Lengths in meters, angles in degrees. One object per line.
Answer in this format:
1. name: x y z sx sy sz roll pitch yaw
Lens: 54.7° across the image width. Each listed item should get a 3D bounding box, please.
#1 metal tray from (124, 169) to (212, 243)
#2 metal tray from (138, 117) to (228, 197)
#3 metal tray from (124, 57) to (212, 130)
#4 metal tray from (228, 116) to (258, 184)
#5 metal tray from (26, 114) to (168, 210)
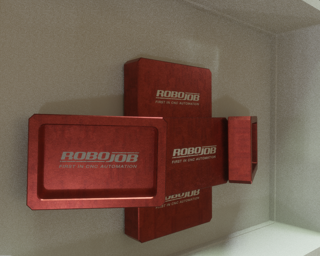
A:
1. metal tray: 0.015 0.090 0.413 0.131 0.030 0.089 -1 91 -40
2. metal tray: 0.034 0.032 0.391 0.131 0.030 0.089 -2 91 -40
3. metal tray: 0.015 -0.039 0.412 0.131 0.030 0.089 -1 91 -40
4. metal tray: 0.128 0.027 0.467 0.130 0.030 0.089 -6 95 -69
5. metal tray: -0.060 0.033 0.311 0.131 0.030 0.089 1 90 -11
